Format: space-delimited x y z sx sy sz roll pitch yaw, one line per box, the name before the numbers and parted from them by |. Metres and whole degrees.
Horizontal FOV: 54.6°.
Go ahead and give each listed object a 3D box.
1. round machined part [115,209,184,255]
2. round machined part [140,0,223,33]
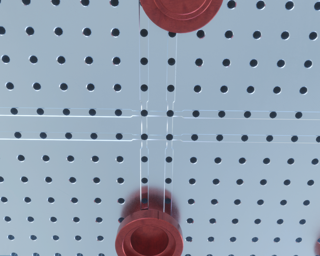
round machined part | -0.015 0.162 0.464 0.099 0.042 0.097 0 110 0
round machined part | 0.024 -0.157 0.347 0.099 0.042 0.097 0 110 0
